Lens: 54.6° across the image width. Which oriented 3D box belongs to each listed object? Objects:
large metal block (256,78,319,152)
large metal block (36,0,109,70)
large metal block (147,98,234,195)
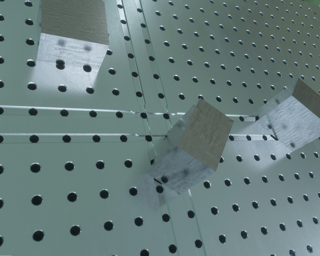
[{"bbox_3d":[0.219,-0.019,0.502,0.080,0.080,0.050,39,51,-2],"label":"large metal block"},{"bbox_3d":[-0.116,-0.129,0.408,0.081,0.050,0.080,4,60,-26],"label":"large metal block"},{"bbox_3d":[0.037,0.024,0.378,0.050,0.080,0.080,34,51,-6],"label":"large metal block"}]
